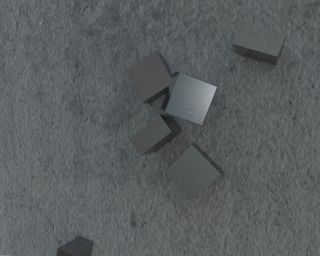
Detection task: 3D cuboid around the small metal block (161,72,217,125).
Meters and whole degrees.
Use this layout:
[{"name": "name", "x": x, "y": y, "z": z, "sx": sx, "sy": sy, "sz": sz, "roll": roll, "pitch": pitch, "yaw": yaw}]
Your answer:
[{"name": "small metal block", "x": 0.035, "y": -0.037, "z": 0.384, "sx": 0.050, "sy": 0.025, "sz": 0.050, "roll": 18, "pitch": 97, "yaw": -15}]

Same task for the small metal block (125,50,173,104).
[{"name": "small metal block", "x": -0.011, "y": -0.067, "z": 0.412, "sx": 0.050, "sy": 0.025, "sz": 0.050, "roll": -30, "pitch": 81, "yaw": 17}]

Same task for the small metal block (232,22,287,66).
[{"name": "small metal block", "x": 0.114, "y": -0.096, "z": 0.355, "sx": 0.050, "sy": 0.050, "sz": 0.025, "roll": 22, "pitch": 98, "yaw": 18}]

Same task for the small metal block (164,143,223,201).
[{"name": "small metal block", "x": 0.043, "y": 0.055, "z": 0.393, "sx": 0.050, "sy": 0.025, "sz": 0.050, "roll": 46, "pitch": 104, "yaw": 14}]

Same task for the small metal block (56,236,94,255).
[{"name": "small metal block", "x": -0.123, "y": 0.189, "z": 0.437, "sx": 0.025, "sy": 0.050, "sz": 0.050, "roll": 14, "pitch": 95, "yaw": 19}]

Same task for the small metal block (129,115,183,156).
[{"name": "small metal block", "x": -0.004, "y": 0.009, "z": 0.396, "sx": 0.050, "sy": 0.050, "sz": 0.025, "roll": -38, "pitch": 78, "yaw": 16}]
